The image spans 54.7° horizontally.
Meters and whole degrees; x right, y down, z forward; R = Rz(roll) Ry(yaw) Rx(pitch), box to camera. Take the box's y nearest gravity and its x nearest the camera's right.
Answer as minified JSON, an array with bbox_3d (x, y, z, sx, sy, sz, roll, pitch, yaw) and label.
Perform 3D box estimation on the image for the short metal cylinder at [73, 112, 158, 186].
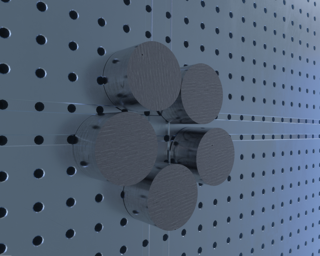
[{"bbox_3d":[-0.049,0.022,0.351,0.081,0.050,0.079,-1,91,-40],"label":"short metal cylinder"}]

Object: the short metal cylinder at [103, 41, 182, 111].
[{"bbox_3d":[-0.020,-0.060,0.375,0.081,0.050,0.079,0,91,-40],"label":"short metal cylinder"}]

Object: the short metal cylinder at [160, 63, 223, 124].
[{"bbox_3d":[0.041,-0.045,0.425,0.081,0.050,0.079,0,91,-40],"label":"short metal cylinder"}]

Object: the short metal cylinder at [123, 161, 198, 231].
[{"bbox_3d":[0.002,0.083,0.392,0.081,0.050,0.080,0,90,-39],"label":"short metal cylinder"}]

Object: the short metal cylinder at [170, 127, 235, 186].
[{"bbox_3d":[0.061,0.039,0.443,0.081,0.050,0.079,-2,93,-40],"label":"short metal cylinder"}]
